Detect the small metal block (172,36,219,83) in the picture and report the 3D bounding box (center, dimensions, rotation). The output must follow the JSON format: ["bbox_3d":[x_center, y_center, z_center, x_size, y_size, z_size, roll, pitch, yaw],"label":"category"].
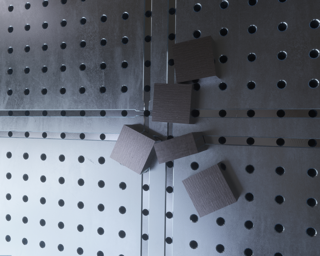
[{"bbox_3d":[0.046,-0.085,0.397,0.050,0.025,0.050,-8,87,20],"label":"small metal block"}]

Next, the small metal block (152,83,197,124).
[{"bbox_3d":[0.019,-0.032,0.406,0.050,0.025,0.050,5,92,20],"label":"small metal block"}]

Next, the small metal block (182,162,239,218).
[{"bbox_3d":[0.064,0.077,0.390,0.050,0.025,0.050,-29,81,17],"label":"small metal block"}]

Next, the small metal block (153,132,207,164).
[{"bbox_3d":[0.027,0.024,0.390,0.050,0.050,0.025,-18,84,19],"label":"small metal block"}]

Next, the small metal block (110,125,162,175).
[{"bbox_3d":[-0.033,0.028,0.425,0.050,0.025,0.050,27,99,18],"label":"small metal block"}]
